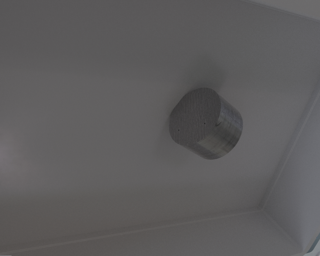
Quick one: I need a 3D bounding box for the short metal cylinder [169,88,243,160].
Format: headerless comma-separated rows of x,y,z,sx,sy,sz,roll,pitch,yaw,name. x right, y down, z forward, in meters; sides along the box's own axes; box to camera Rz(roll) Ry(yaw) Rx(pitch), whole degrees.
0.059,-0.005,0.401,0.050,0.080,0.080,31,101,-38,short metal cylinder
